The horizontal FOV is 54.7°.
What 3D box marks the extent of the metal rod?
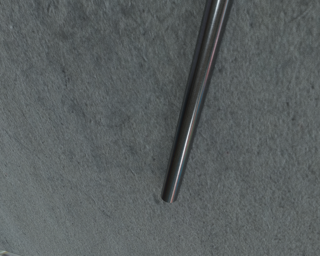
[{"bbox_3d":[0.037,-0.018,0.375,0.025,0.025,0.298,22,127,15],"label":"metal rod"}]
